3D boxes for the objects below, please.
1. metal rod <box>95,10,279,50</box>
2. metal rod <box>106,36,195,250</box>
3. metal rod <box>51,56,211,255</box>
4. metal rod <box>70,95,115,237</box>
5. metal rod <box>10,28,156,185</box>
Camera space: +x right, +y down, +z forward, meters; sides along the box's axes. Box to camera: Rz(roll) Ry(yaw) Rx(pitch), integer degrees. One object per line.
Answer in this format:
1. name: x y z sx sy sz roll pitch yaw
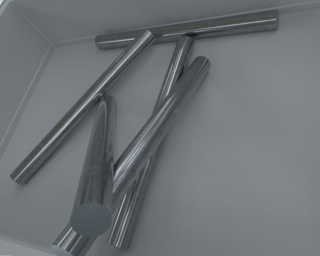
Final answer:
1. metal rod: 0.024 -0.149 0.482 0.300 0.025 0.025 2 63 28
2. metal rod: -0.005 0.002 0.405 0.025 0.025 0.300 5 64 30
3. metal rod: -0.006 0.003 0.331 0.025 0.025 0.301 5 40 30
4. metal rod: -0.061 0.009 0.332 0.025 0.025 0.300 -35 19 5
5. metal rod: -0.116 -0.033 0.473 0.300 0.025 0.025 -48 52 -2
